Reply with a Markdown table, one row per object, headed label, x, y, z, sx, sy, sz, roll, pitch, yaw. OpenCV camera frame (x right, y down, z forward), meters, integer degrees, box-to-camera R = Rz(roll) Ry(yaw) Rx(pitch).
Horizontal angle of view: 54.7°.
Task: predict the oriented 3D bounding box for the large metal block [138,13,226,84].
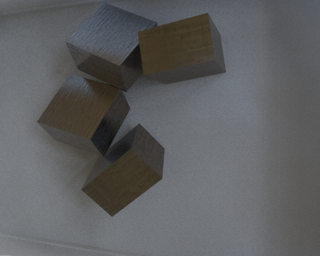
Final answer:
| label | x | y | z | sx | sy | sz | roll | pitch | yaw |
| --- | --- | --- | --- | --- | --- | --- | --- | --- | --- |
| large metal block | 0.030 | -0.089 | 0.371 | 0.080 | 0.080 | 0.050 | -9 | 87 | 20 |

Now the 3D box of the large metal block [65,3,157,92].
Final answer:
| label | x | y | z | sx | sy | sz | roll | pitch | yaw |
| --- | --- | --- | --- | --- | --- | --- | --- | --- | --- |
| large metal block | -0.057 | -0.104 | 0.398 | 0.080 | 0.050 | 0.080 | 27 | 65 | 18 |

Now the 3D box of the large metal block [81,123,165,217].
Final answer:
| label | x | y | z | sx | sy | sz | roll | pitch | yaw |
| --- | --- | --- | --- | --- | --- | --- | --- | --- | --- |
| large metal block | -0.042 | 0.050 | 0.389 | 0.080 | 0.080 | 0.050 | -40 | 104 | 16 |

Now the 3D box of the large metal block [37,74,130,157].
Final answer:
| label | x | y | z | sx | sy | sz | roll | pitch | yaw |
| --- | --- | --- | --- | --- | --- | --- | --- | --- | --- |
| large metal block | -0.098 | -0.018 | 0.414 | 0.080 | 0.050 | 0.080 | 17 | 64 | 19 |
